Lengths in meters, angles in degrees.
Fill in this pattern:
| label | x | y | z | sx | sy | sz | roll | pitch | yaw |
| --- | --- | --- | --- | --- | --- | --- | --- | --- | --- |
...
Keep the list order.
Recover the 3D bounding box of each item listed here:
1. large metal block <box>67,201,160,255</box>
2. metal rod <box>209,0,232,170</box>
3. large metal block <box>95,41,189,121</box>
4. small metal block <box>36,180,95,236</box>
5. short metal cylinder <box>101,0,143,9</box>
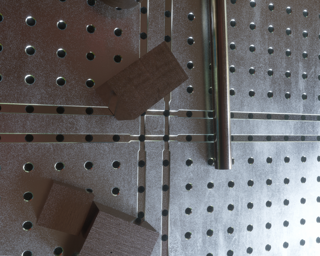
| label | x | y | z | sx | sy | sz | roll | pitch | yaw |
| --- | --- | --- | --- | --- | --- | --- | --- | --- | --- |
| large metal block | -0.059 | 0.146 | 0.378 | 0.080 | 0.050 | 0.080 | 27 | 81 | -18 |
| metal rod | 0.086 | -0.091 | 0.445 | 0.025 | 0.025 | 0.298 | -3 | 91 | -20 |
| large metal block | -0.025 | -0.053 | 0.375 | 0.080 | 0.080 | 0.050 | -39 | 103 | -16 |
| small metal block | -0.113 | 0.095 | 0.372 | 0.050 | 0.025 | 0.050 | 23 | 82 | -19 |
| short metal cylinder | -0.045 | -0.196 | 0.383 | 0.081 | 0.050 | 0.079 | 0 | 90 | -21 |
